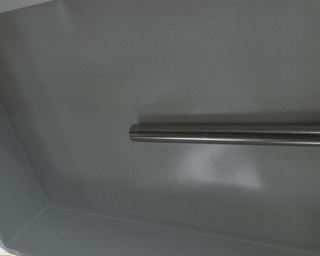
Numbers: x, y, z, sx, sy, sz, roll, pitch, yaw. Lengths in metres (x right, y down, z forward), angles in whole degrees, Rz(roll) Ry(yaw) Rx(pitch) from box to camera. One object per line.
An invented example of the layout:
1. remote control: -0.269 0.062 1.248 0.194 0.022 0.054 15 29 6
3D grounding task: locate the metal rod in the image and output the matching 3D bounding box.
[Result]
1. metal rod: 0.098 0.007 0.360 0.300 0.025 0.025 0 119 27
